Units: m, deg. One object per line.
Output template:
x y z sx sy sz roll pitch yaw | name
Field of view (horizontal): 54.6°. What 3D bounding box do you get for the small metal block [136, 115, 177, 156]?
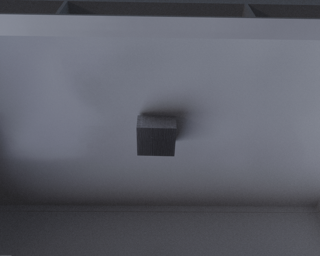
-0.005 0.011 0.413 0.050 0.025 0.050 1 130 -1 | small metal block
